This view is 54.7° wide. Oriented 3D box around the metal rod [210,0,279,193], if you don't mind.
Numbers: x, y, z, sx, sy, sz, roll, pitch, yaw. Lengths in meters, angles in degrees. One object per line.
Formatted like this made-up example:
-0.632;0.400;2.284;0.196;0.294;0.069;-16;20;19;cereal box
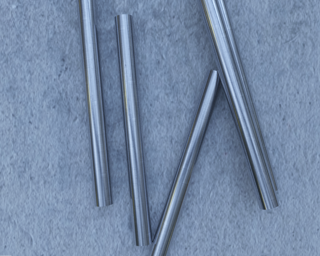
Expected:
0.105;-0.061;0.411;0.025;0.025;0.298;-16;90;0;metal rod

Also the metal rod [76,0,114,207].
-0.087;-0.048;0.408;0.025;0.025;0.298;-5;90;-1;metal rod

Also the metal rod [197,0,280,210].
0.094;-0.045;0.389;0.025;0.025;0.298;-17;90;0;metal rod

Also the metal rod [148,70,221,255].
0.029;0.069;0.410;0.025;0.025;0.298;18;90;-1;metal rod

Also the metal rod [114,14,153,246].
-0.035;0.003;0.409;0.025;0.025;0.298;-5;90;-1;metal rod
